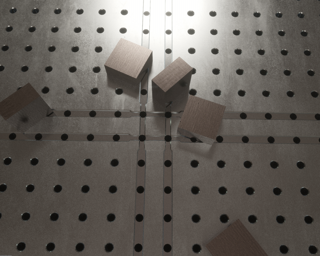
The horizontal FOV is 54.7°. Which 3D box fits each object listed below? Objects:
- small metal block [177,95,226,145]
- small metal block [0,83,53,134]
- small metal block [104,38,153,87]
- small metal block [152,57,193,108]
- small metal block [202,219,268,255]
[{"bbox_3d":[0.055,-0.011,0.416,0.050,0.025,0.050,19,71,6],"label":"small metal block"},{"bbox_3d":[-0.176,-0.025,0.405,0.050,0.050,0.025,-40,75,-13],"label":"small metal block"},{"bbox_3d":[-0.044,-0.095,0.446,0.050,0.025,0.050,24,72,8],"label":"small metal block"},{"bbox_3d":[0.016,-0.061,0.421,0.050,0.050,0.025,-42,76,-14],"label":"small metal block"},{"bbox_3d":[0.086,0.143,0.361,0.050,0.025,0.050,-35,74,-12],"label":"small metal block"}]
